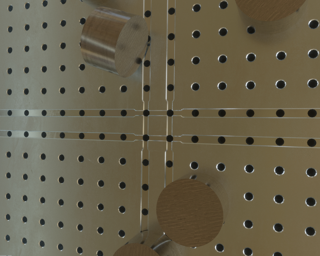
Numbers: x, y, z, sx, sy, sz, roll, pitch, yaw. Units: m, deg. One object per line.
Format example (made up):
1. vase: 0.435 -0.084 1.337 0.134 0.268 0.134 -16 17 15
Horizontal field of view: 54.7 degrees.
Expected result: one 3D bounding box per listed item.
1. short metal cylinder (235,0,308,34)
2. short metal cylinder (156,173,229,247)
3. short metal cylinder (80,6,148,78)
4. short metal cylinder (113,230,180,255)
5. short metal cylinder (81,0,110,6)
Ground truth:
1. short metal cylinder: 0.128 -0.154 0.354 0.080 0.050 0.079 0 90 20
2. short metal cylinder: 0.042 0.099 0.384 0.080 0.050 0.080 0 90 19
3. short metal cylinder: -0.057 -0.112 0.404 0.050 0.080 0.080 22 97 19
4. short metal cylinder: -0.018 0.182 0.406 0.080 0.050 0.079 0 90 20
5. short metal cylinder: -0.100 -0.221 0.435 0.080 0.050 0.079 0 90 20
